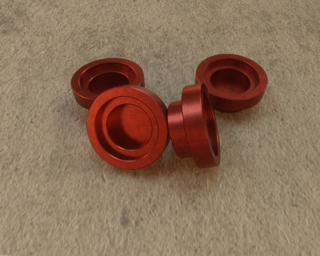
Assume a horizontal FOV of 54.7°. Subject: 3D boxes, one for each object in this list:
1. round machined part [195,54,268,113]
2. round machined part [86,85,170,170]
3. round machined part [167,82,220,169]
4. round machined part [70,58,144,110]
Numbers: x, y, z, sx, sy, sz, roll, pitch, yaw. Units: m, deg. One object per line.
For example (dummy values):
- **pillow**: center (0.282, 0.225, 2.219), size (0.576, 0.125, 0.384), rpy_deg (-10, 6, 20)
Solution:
- **round machined part**: center (0.099, -0.060, 0.444), size (0.099, 0.042, 0.098), rpy_deg (0, 50, 0)
- **round machined part**: center (-0.034, -0.003, 0.371), size (0.098, 0.097, 0.042), rpy_deg (14, 16, 11)
- **round machined part**: center (0.039, -0.001, 0.362), size (0.042, 0.098, 0.098), rpy_deg (-11, 48, 17)
- **round machined part**: center (-0.070, -0.054, 0.432), size (0.099, 0.042, 0.098), rpy_deg (-2, 44, 2)
